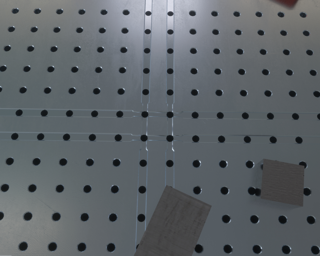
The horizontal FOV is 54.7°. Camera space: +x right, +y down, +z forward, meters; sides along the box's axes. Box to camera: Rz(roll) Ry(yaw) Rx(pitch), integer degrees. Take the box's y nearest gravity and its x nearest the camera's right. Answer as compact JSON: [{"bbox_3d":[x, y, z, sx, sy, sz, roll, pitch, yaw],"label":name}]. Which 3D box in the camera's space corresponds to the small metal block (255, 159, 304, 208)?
[{"bbox_3d":[0.149,0.070,0.387,0.050,0.025,0.050,10,70,3],"label":"small metal block"}]

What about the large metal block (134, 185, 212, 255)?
[{"bbox_3d":[0.013,0.116,0.340,0.050,0.080,0.080,24,72,8],"label":"large metal block"}]
